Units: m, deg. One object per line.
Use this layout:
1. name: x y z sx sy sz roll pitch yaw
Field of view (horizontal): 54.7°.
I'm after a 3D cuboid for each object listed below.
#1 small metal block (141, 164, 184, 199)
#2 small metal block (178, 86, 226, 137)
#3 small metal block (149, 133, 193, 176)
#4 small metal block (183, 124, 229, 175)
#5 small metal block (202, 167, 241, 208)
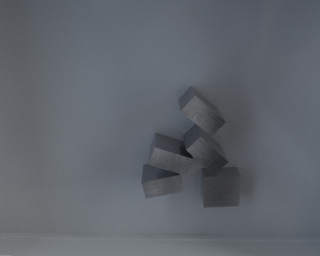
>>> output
1. small metal block: 0.004 0.067 0.423 0.050 0.050 0.025 -12 110 4
2. small metal block: 0.052 -0.022 0.390 0.050 0.050 0.025 39 106 -13
3. small metal block: 0.013 0.034 0.410 0.050 0.050 0.025 17 109 -7
4. small metal block: 0.059 0.026 0.408 0.050 0.050 0.025 42 105 -14
5. small metal block: 0.086 0.085 0.443 0.050 0.025 0.050 -2 110 0
